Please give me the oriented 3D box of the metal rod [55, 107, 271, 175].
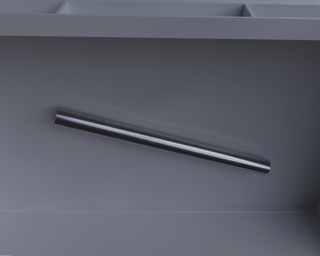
[{"bbox_3d":[0.013,0.021,0.425,0.302,0.025,0.025,14,129,-12],"label":"metal rod"}]
